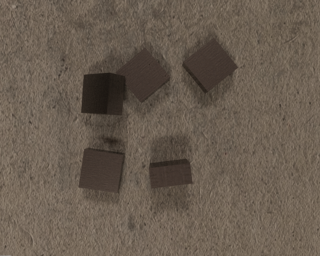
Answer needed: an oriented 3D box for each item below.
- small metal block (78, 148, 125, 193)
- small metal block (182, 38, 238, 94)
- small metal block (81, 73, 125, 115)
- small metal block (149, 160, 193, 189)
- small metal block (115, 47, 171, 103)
[{"bbox_3d":[-0.076,0.055,0.409,0.050,0.025,0.050,8,90,-1],"label":"small metal block"},{"bbox_3d":[0.066,-0.082,0.411,0.050,0.025,0.050,-39,91,0],"label":"small metal block"},{"bbox_3d":[-0.073,-0.043,0.396,0.050,0.025,0.050,4,90,39],"label":"small metal block"},{"bbox_3d":[0.013,0.057,0.398,0.050,0.050,0.025,-7,90,0],"label":"small metal block"},{"bbox_3d":[-0.022,-0.068,0.410,0.050,0.025,0.050,-40,91,0],"label":"small metal block"}]
